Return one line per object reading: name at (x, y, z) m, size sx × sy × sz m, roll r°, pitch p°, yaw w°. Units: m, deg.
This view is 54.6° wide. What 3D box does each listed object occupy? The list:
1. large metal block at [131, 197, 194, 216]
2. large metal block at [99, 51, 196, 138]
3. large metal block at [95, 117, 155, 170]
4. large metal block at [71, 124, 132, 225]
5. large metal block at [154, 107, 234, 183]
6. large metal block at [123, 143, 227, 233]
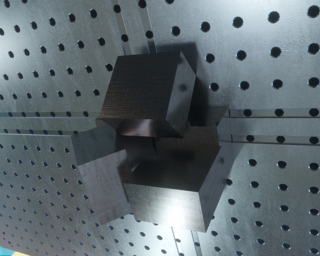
large metal block at (0.017, 0.100, 0.422) m, size 0.080 × 0.050 × 0.080 m, roll 2°, pitch 164°, yaw 27°
large metal block at (-0.012, -0.036, 0.350) m, size 0.080 × 0.080 × 0.050 m, roll 2°, pitch 158°, yaw 27°
large metal block at (-0.033, 0.016, 0.423) m, size 0.080 × 0.050 × 0.080 m, roll 7°, pitch 122°, yaw 25°
large metal block at (-0.064, 0.050, 0.366) m, size 0.050 × 0.080 × 0.080 m, roll -20°, pitch 117°, yaw -13°
large metal block at (0.043, 0.020, 0.385) m, size 0.080 × 0.050 × 0.080 m, roll 3°, pitch 120°, yaw 27°
large metal block at (0.020, 0.059, 0.337) m, size 0.080 × 0.080 × 0.050 m, roll 2°, pitch 119°, yaw 27°
